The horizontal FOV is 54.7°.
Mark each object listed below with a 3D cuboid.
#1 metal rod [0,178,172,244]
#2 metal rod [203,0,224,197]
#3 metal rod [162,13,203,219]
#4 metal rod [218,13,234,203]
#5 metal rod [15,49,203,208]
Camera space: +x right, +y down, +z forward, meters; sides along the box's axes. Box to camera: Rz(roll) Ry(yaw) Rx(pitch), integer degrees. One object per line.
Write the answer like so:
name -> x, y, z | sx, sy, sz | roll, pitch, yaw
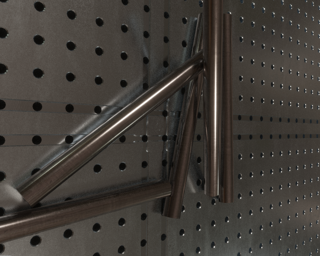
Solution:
metal rod -> -0.108, 0.091, 0.319 | 0.302, 0.025, 0.025 | -5, 94, -40
metal rod -> 0.072, -0.038, 0.424 | 0.025, 0.025, 0.298 | -22, 119, -38
metal rod -> 0.043, -0.024, 0.447 | 0.025, 0.025, 0.299 | 18, 79, -39
metal rod -> 0.105, -0.031, 0.499 | 0.025, 0.025, 0.298 | -2, 91, -40
metal rod -> -0.030, -0.019, 0.369 | 0.302, 0.025, 0.025 | -40, 115, -27
